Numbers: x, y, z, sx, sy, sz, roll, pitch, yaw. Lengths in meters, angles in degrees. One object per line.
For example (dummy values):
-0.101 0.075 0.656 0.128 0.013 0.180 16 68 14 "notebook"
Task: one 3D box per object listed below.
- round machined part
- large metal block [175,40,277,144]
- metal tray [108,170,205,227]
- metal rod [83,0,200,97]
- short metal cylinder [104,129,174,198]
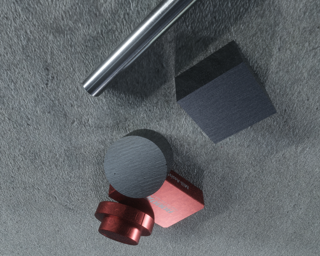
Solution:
-0.062 0.160 0.508 0.098 0.042 0.098 14 149 9 "round machined part"
0.074 -0.039 0.359 0.080 0.050 0.080 -30 124 23 "large metal block"
-0.004 0.105 0.494 0.090 0.030 0.130 -37 122 26 "metal tray"
0.025 -0.128 0.298 0.299 0.025 0.025 -37 121 27 "metal rod"
-0.026 0.044 0.405 0.080 0.050 0.079 2 100 11 "short metal cylinder"
